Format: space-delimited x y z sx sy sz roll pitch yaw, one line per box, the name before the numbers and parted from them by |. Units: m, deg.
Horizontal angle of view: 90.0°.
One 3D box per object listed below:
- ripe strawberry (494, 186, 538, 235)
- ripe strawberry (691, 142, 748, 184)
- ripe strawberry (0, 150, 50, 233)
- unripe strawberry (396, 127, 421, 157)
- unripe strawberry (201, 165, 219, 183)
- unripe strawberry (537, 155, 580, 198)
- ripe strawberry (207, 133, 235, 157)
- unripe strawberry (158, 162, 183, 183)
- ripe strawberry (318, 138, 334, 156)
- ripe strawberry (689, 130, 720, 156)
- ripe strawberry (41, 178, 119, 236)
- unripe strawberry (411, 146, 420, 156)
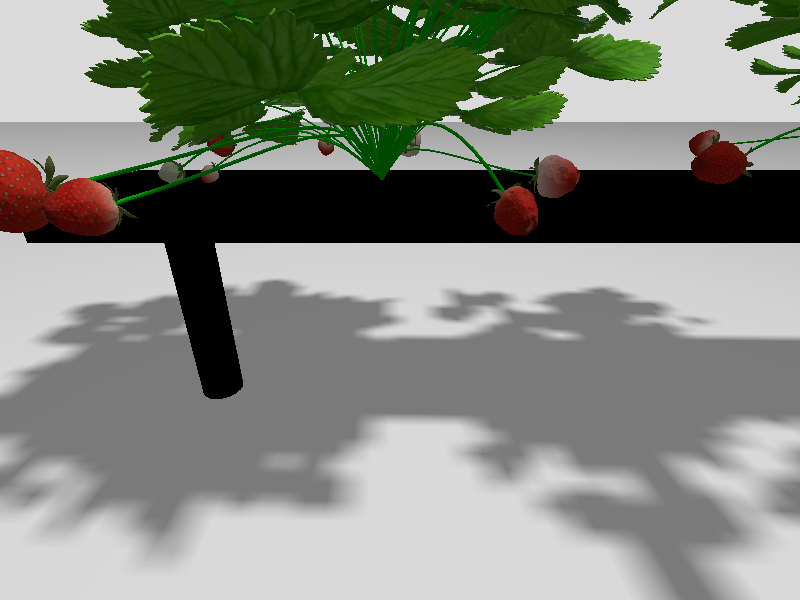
ripe strawberry | 0.053 -0.039 0.181 0.019 0.021 0.022 -10 -37 -20
ripe strawberry | 0.244 -0.105 0.309 0.035 0.030 0.035 -4 26 -7
ripe strawberry | -0.191 -0.050 0.188 0.040 0.039 0.037 -22 33 -37
unripe strawberry | 0.010 -0.205 0.516 0.036 0.038 0.038 3 25 6
unripe strawberry | -0.152 -0.100 0.318 0.015 0.013 0.015 -40 25 11
unripe strawberry | 0.102 -0.079 0.259 0.026 0.027 0.024 17 30 31
ripe strawberry | -0.229 -0.200 0.507 0.036 0.035 0.033 17 30 39
unripe strawberry | -0.182 -0.100 0.318 0.018 0.017 0.016 -17 26 1
ripe strawberry | -0.095 -0.197 0.518 0.021 0.022 0.023 -10 -24 -19
ripe strawberry | 0.373 -0.193 0.493 0.027 0.031 0.030 -8 26 -17
ripe strawberry | -0.147 -0.042 0.184 0.025 0.027 0.027 19 32 34
unripe strawberry | 0.018 -0.175 0.469 0.011 0.011 0.011 6 26 11
